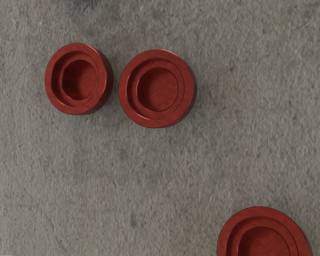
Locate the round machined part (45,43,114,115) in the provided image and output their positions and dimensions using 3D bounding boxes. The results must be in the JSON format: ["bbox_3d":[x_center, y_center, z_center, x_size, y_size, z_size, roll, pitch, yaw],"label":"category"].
[{"bbox_3d":[-0.109,-0.066,0.437,0.098,0.042,0.097,0,90,19],"label":"round machined part"}]

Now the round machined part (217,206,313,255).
[{"bbox_3d":[0.117,0.141,0.345,0.098,0.042,0.098,-16,57,27],"label":"round machined part"}]

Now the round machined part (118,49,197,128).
[{"bbox_3d":[0.000,-0.048,0.399,0.098,0.042,0.097,0,90,19],"label":"round machined part"}]
